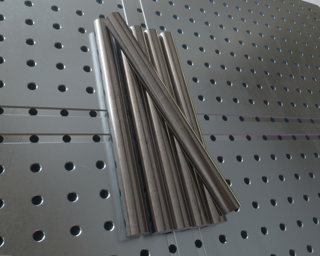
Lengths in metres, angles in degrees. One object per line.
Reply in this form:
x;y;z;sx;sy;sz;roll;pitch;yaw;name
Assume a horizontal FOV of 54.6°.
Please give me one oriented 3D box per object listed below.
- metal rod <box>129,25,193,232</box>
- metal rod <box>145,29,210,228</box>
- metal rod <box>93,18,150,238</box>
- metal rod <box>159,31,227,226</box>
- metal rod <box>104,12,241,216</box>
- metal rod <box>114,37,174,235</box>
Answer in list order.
-0.006;-0.017;0.414;0.025;0.025;0.299;1;61;-28;metal rod
0.016;-0.016;0.427;0.025;0.025;0.299;1;61;-28;metal rod
-0.054;-0.019;0.389;0.025;0.025;0.299;1;61;-28;metal rod
0.039;-0.016;0.439;0.025;0.025;0.299;1;61;-28;metal rod
0.009;-0.028;0.397;0.025;0.025;0.299;-21;73;-36;metal rod
-0.028;-0.018;0.402;0.025;0.025;0.299;1;61;-28;metal rod
